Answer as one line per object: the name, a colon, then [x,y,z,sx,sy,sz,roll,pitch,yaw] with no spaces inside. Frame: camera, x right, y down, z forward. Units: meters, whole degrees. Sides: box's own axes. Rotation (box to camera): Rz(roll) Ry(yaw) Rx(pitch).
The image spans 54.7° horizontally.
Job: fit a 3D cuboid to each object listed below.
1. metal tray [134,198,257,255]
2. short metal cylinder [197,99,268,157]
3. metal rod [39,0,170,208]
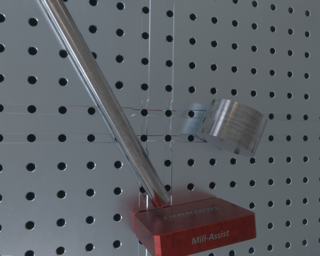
metal tray: [0.042,0.123,0.393,0.131,0.090,0.030,-5,92,-20]
short metal cylinder: [0.097,0.001,0.419,0.080,0.080,0.050,26,82,-18]
metal rod: [-0.066,-0.032,0.388,0.025,0.025,0.299,-31,100,-17]
